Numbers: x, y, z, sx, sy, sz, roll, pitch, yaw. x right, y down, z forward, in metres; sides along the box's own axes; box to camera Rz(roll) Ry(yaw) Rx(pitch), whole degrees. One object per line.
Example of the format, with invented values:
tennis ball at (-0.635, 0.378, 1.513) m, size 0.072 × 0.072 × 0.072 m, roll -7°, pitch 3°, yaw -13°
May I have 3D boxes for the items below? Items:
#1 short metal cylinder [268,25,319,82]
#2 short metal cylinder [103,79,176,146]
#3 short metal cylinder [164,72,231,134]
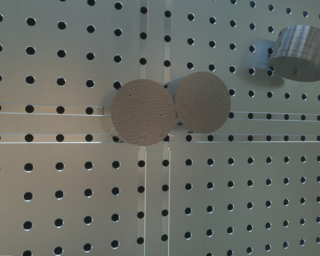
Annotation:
short metal cylinder at (0.210, -0.109, 0.463) m, size 0.080 × 0.080 × 0.050 m, roll 24°, pitch 82°, yaw -19°
short metal cylinder at (-0.027, -0.018, 0.390) m, size 0.081 × 0.050 × 0.079 m, roll 0°, pitch 90°, yaw -20°
short metal cylinder at (0.047, -0.032, 0.418) m, size 0.081 × 0.050 × 0.079 m, roll 0°, pitch 90°, yaw -21°
